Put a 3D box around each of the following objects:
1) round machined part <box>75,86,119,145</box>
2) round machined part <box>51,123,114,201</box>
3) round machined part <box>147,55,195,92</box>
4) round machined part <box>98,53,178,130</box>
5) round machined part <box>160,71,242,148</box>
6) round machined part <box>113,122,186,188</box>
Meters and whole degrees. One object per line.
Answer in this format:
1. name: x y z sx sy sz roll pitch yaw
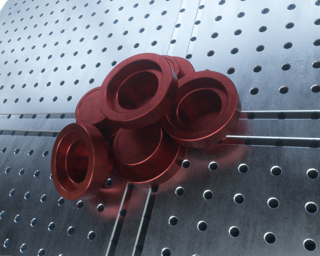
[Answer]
1. round machined part: -0.085 -0.023 0.457 0.098 0.042 0.098 -13 56 21
2. round machined part: -0.099 0.044 0.407 0.098 0.042 0.098 -6 80 41
3. round machined part: 0.002 -0.063 0.436 0.098 0.042 0.098 -13 56 21
4. round machined part: -0.023 -0.041 0.380 0.098 0.042 0.098 -13 56 21
5. round machined part: 0.051 -0.019 0.382 0.098 0.042 0.098 -13 56 21
6. round machined part: -0.020 0.023 0.394 0.098 0.042 0.098 -13 56 21
